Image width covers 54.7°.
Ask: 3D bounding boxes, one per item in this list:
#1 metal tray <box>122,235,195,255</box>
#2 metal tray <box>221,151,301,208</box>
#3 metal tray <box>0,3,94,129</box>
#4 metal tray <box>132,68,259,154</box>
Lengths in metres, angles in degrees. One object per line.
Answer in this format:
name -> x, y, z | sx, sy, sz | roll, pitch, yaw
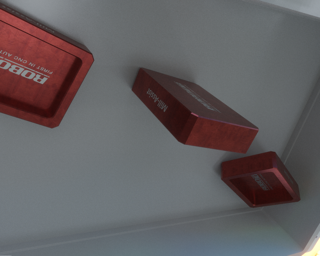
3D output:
metal tray -> -0.006, 0.252, 0.561 | 0.131, 0.030, 0.089 | -7, 122, -25
metal tray -> 0.171, 0.092, 0.523 | 0.090, 0.030, 0.130 | -18, 137, 30
metal tray -> -0.141, -0.061, 0.290 | 0.131, 0.030, 0.090 | 22, 107, -36
metal tray -> 0.034, -0.022, 0.345 | 0.091, 0.130, 0.030 | 10, 113, -33
